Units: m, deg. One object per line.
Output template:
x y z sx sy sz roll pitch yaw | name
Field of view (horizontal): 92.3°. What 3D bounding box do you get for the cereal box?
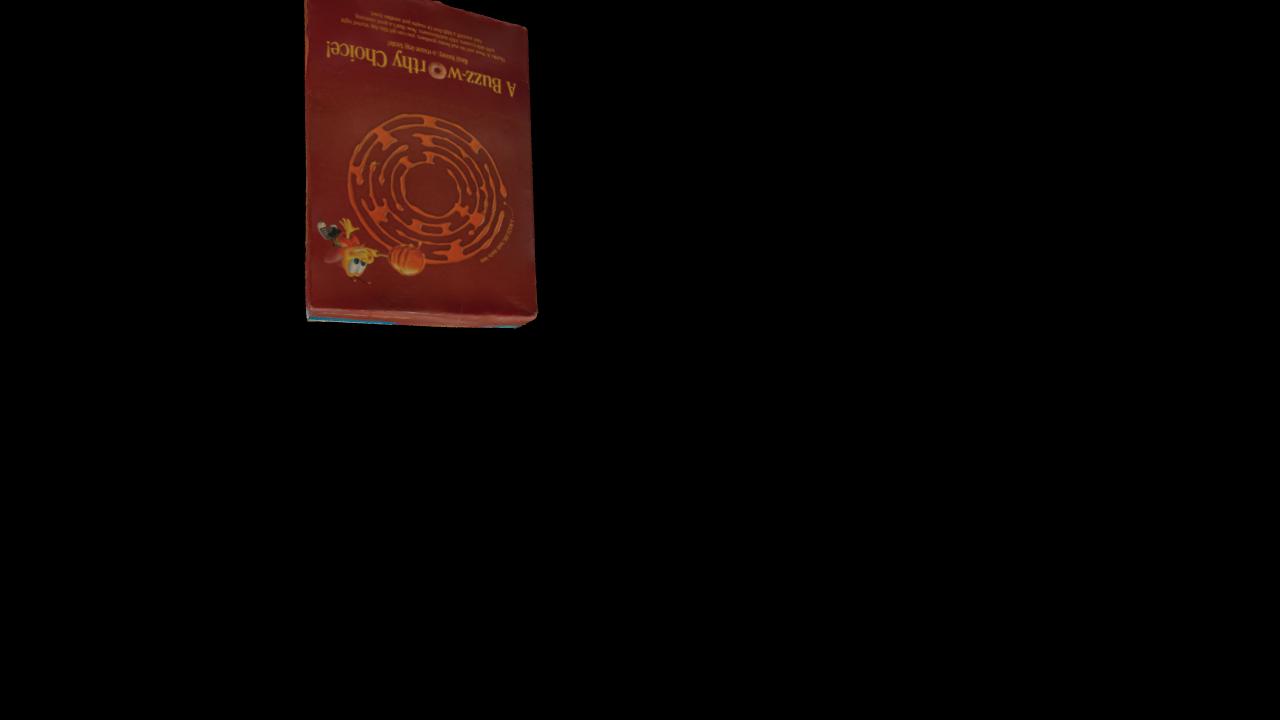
-0.209 -0.185 0.593 0.203 0.306 0.081 -1 -4 -30 | cereal box
